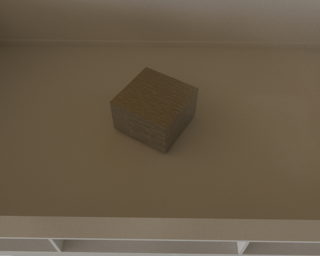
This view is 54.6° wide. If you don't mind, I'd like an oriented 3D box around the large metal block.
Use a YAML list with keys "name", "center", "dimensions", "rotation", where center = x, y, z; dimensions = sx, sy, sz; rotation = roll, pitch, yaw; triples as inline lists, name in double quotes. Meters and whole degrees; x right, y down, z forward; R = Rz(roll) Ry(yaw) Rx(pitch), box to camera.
- name: "large metal block"
  center: [-0.006, -0.025, 0.406]
  dimensions: [0.080, 0.050, 0.080]
  rotation: [25, 54, 19]
